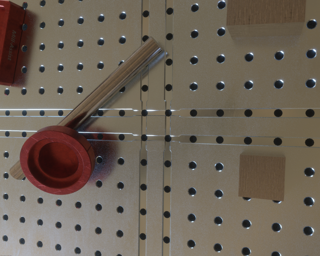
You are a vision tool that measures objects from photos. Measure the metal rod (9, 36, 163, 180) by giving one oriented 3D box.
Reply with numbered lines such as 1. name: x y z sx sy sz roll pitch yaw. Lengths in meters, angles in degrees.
1. metal rod: -0.115 -0.021 0.451 0.300 0.025 0.025 -40 78 15

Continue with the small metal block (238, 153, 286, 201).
1. small metal block: 0.122 0.057 0.370 0.050 0.025 0.050 2 91 19

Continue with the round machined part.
1. round machined part: -0.140 0.042 0.439 0.099 0.042 0.097 1 110 3

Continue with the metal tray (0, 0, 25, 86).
1. metal tray: -0.276 -0.140 0.504 0.090 0.030 0.129 13 94 19

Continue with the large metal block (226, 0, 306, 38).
1. large metal block: 0.123 -0.152 0.356 0.080 0.050 0.079 4 91 19
